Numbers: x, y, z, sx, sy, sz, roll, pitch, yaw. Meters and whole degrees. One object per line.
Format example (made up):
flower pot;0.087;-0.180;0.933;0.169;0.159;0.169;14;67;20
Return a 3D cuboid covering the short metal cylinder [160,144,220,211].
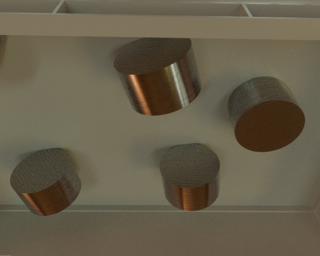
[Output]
short metal cylinder;0.043;0.067;0.431;0.080;0.080;0.050;-5;130;4

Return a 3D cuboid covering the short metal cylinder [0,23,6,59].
short metal cylinder;-0.201;-0.081;0.304;0.081;0.050;0.080;-1;151;0

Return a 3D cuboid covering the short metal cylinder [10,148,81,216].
short metal cylinder;-0.158;0.074;0.434;0.080;0.080;0.050;-8;130;6

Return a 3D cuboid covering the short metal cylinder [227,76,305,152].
short metal cylinder;0.128;-0.016;0.381;0.081;0.050;0.079;0;130;0

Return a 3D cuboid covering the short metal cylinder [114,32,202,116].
short metal cylinder;-0.001;-0.058;0.324;0.080;0.080;0.050;-13;129;10
